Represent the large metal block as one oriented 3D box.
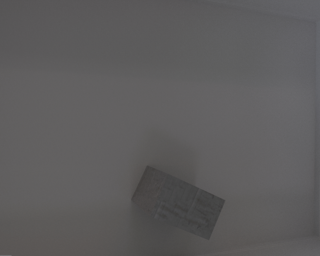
[{"bbox_3d":[0.020,0.090,0.389,0.080,0.080,0.050,27,81,-18],"label":"large metal block"}]
